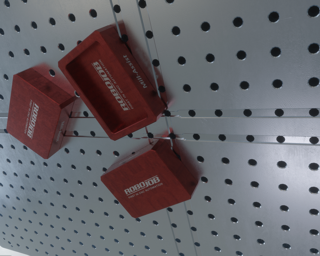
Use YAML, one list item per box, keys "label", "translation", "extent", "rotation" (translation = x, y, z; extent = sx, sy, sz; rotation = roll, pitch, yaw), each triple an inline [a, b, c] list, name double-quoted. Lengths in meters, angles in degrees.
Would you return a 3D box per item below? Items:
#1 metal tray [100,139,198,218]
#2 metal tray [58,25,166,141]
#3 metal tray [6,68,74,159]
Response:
- label: "metal tray"
  translation: [-0.020, 0.081, 0.469]
  extent: [0.130, 0.030, 0.090]
  rotation: [-31, 102, 38]
- label: "metal tray"
  translation: [-0.063, -0.054, 0.408]
  extent: [0.090, 0.030, 0.130]
  rotation: [-25, 105, 37]
- label: "metal tray"
  translation: [-0.197, -0.019, 0.501]
  extent: [0.090, 0.030, 0.129]
  rotation: [35, 129, 5]
